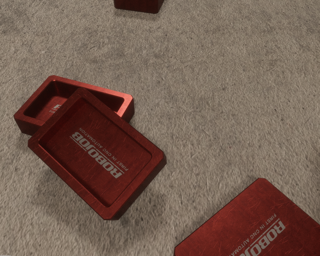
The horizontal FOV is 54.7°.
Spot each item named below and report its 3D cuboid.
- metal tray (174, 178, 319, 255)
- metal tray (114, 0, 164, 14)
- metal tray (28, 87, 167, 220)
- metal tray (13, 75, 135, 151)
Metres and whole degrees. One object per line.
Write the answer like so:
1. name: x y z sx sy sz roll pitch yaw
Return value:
1. metal tray: 0.089 0.119 0.302 0.131 0.030 0.090 -31 57 -24
2. metal tray: -0.033 -0.288 0.641 0.090 0.030 0.130 11 51 8
3. metal tray: -0.069 0.027 0.344 0.130 0.030 0.090 38 81 17
4. metal tray: -0.111 -0.019 0.414 0.131 0.030 0.090 16 52 12
